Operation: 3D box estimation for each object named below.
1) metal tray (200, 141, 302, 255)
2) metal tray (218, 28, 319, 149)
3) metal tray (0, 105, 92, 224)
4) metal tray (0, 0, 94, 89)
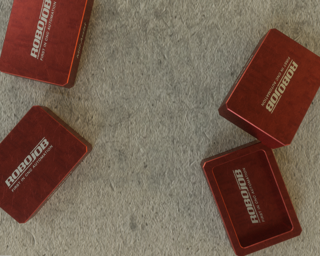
[{"bbox_3d":[0.118,0.090,0.408,0.090,0.030,0.129,-20,90,0],"label":"metal tray"},{"bbox_3d":[0.145,-0.050,0.392,0.090,0.030,0.130,33,75,0],"label":"metal tray"},{"bbox_3d":[-0.166,0.046,0.406,0.090,0.030,0.130,41,90,0],"label":"metal tray"},{"bbox_3d":[-0.147,-0.125,0.406,0.091,0.030,0.129,13,90,0],"label":"metal tray"}]
